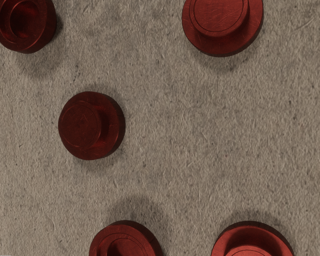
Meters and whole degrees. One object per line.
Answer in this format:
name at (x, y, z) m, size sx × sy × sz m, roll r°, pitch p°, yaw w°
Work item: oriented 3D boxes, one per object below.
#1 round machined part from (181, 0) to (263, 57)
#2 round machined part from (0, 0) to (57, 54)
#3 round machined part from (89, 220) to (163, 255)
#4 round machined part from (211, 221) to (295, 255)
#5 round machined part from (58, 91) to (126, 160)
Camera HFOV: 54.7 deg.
round machined part at (0.073, -0.138, 0.374) m, size 0.098 × 0.042 × 0.097 m, roll 0°, pitch 90°, yaw 19°
round machined part at (-0.197, -0.161, 0.467) m, size 0.098 × 0.042 × 0.097 m, roll 0°, pitch 90°, yaw 19°
round machined part at (-0.041, 0.171, 0.413) m, size 0.098 × 0.042 × 0.097 m, roll 0°, pitch 90°, yaw 19°
round machined part at (0.108, 0.163, 0.362) m, size 0.098 × 0.042 × 0.097 m, roll 0°, pitch 90°, yaw 19°
round machined part at (-0.102, -0.003, 0.435) m, size 0.098 × 0.042 × 0.097 m, roll 0°, pitch 90°, yaw 19°
